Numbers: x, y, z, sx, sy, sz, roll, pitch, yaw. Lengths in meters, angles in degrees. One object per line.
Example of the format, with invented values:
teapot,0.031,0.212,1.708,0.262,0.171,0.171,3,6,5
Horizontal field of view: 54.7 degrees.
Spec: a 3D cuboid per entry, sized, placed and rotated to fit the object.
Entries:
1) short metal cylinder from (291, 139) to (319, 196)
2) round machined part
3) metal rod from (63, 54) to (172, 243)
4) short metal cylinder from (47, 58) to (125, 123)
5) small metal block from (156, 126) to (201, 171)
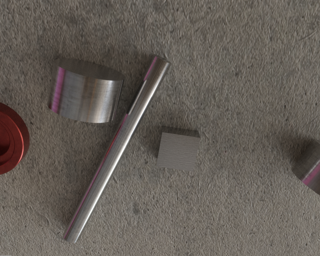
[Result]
short metal cylinder,0.222,0.058,0.404,0.080,0.080,0.050,28,108,-10
round machined part,-0.219,0.009,0.402,0.099,0.042,0.097,0,110,0
metal rod,-0.066,0.040,0.423,0.025,0.025,0.298,26,108,-9
short metal cylinder,-0.086,-0.045,0.363,0.080,0.080,0.050,15,109,-6
small metal block,0.024,0.028,0.420,0.050,0.025,0.050,9,110,-4
